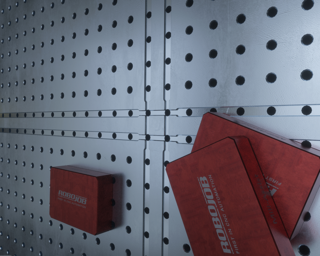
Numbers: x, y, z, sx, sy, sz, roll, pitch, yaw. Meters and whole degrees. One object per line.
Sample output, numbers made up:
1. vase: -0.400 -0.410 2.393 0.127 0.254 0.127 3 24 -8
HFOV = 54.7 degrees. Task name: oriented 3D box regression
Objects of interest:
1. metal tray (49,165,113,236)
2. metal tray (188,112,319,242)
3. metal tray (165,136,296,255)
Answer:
1. metal tray: -0.134 0.115 0.514 0.130 0.030 0.089 3 92 39
2. metal tray: 0.094 0.045 0.328 0.130 0.030 0.089 26 106 36
3. metal tray: 0.065 0.083 0.311 0.090 0.030 0.129 -29 72 36
